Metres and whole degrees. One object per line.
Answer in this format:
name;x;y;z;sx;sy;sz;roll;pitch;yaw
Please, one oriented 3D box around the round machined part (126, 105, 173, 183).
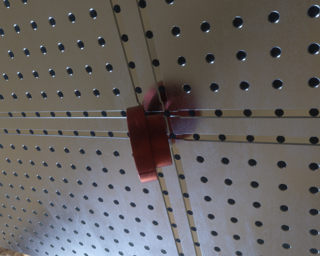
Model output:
round machined part;-0.011;0.018;0.394;0.042;0.098;0.097;-12;117;-1
